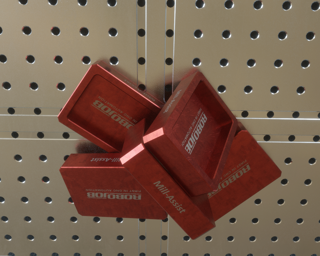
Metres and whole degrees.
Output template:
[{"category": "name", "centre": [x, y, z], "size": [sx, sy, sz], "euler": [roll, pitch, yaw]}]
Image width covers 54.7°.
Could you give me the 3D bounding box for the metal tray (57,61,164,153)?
[{"category": "metal tray", "centre": [-0.052, -0.014, 0.405], "size": [0.130, 0.030, 0.090], "euler": [34, 106, -12]}]

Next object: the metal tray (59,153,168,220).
[{"category": "metal tray", "centre": [-0.057, 0.078, 0.413], "size": [0.130, 0.030, 0.089], "euler": [-2, 122, 16]}]

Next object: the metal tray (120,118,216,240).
[{"category": "metal tray", "centre": [0.010, 0.057, 0.367], "size": [0.030, 0.090, 0.130], "euler": [-37, 107, 12]}]

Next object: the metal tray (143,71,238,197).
[{"category": "metal tray", "centre": [0.043, 0.002, 0.359], "size": [0.030, 0.130, 0.090], "euler": [-27, 111, 39]}]

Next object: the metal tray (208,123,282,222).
[{"category": "metal tray", "centre": [0.089, 0.066, 0.435], "size": [0.130, 0.030, 0.090], "euler": [-39, 106, 13]}]
